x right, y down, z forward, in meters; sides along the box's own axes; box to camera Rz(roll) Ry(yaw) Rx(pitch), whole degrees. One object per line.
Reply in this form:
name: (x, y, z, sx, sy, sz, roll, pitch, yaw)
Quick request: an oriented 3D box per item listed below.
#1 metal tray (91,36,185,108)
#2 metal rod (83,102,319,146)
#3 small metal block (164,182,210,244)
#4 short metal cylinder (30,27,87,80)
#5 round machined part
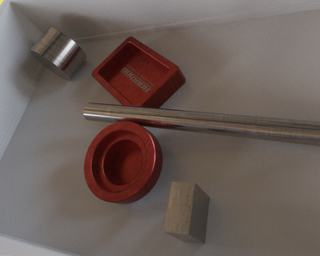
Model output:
metal tray: (-0.036, -0.077, 0.467, 0.090, 0.030, 0.130, -45, 51, -4)
metal rod: (0.041, -0.007, 0.365, 0.301, 0.025, 0.025, 6, 65, 23)
small metal block: (0.030, 0.088, 0.319, 0.025, 0.050, 0.050, -3, 60, 26)
short metal cylinder: (-0.175, -0.127, 0.538, 0.080, 0.080, 0.050, 24, 75, 36)
round machined part: (-0.041, 0.044, 0.381, 0.098, 0.042, 0.098, -9, 67, 23)
